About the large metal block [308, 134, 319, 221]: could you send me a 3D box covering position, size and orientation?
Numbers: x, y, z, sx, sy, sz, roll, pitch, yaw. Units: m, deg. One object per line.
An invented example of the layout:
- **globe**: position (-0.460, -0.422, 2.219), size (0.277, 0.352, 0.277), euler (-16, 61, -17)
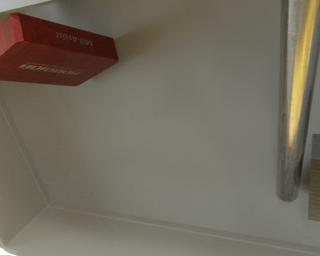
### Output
- **large metal block**: position (0.200, 0.055, 0.321), size (0.080, 0.050, 0.079), euler (3, 120, 26)

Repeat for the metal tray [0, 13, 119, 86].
- **metal tray**: position (-0.124, -0.081, 0.355), size (0.090, 0.131, 0.030), euler (-20, 80, 35)

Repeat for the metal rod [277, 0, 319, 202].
- **metal rod**: position (0.114, -0.010, 0.264), size (0.025, 0.025, 0.299), euler (7, 146, 24)
